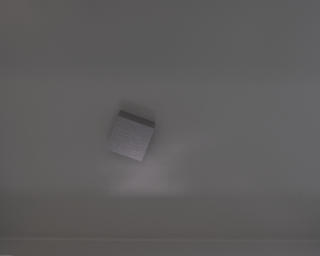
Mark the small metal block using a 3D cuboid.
[{"bbox_3d":[-0.039,0.010,0.415,0.050,0.025,0.050,20,109,-7],"label":"small metal block"}]
